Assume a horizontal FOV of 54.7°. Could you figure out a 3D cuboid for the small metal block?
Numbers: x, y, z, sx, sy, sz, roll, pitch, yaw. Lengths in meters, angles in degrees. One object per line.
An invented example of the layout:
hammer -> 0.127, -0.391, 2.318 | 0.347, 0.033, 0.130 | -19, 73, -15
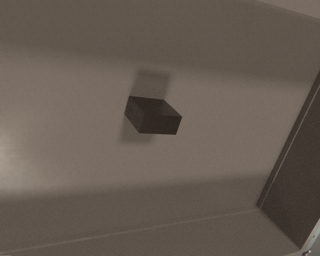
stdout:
small metal block -> -0.009, -0.016, 0.379 | 0.050, 0.050, 0.025 | 3, 117, -30
